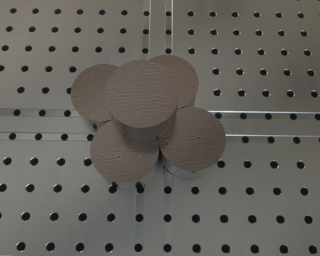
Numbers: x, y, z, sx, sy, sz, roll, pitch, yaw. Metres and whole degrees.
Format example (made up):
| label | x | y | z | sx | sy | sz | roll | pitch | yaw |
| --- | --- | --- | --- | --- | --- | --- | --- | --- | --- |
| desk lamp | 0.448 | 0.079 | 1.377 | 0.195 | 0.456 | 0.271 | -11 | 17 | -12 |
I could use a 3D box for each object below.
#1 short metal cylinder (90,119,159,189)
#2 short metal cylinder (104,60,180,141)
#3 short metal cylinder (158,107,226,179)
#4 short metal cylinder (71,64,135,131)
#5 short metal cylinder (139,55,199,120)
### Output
| label | x | y | z | sx | sy | sz | roll | pitch | yaw |
| --- | --- | --- | --- | --- | --- | --- | --- | --- | --- |
| short metal cylinder | -0.041 | 0.033 | 0.385 | 0.081 | 0.050 | 0.080 | 0 | 70 | 0 |
| short metal cylinder | -0.020 | -0.030 | 0.354 | 0.081 | 0.050 | 0.080 | 0 | 71 | -1 |
| short metal cylinder | 0.038 | 0.020 | 0.391 | 0.081 | 0.050 | 0.080 | 0 | 70 | 0 |
| short metal cylinder | -0.071 | -0.037 | 0.410 | 0.081 | 0.050 | 0.080 | 0 | 70 | 0 |
| short metal cylinder | 0.009 | -0.050 | 0.416 | 0.081 | 0.050 | 0.080 | 0 | 70 | 0 |
